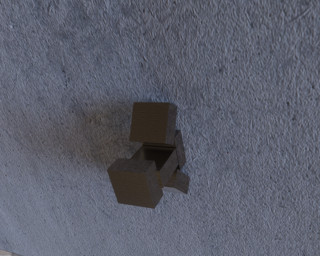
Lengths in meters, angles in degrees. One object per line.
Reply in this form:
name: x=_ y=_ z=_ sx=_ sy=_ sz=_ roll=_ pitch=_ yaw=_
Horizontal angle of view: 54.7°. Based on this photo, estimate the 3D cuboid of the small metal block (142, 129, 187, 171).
small metal block: x=0.005 y=0.029 z=0.423 sx=0.050 sy=0.025 sz=0.050 roll=2 pitch=120 yaw=26

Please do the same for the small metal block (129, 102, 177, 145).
small metal block: x=-0.008 y=-0.006 z=0.392 sx=0.050 sy=0.025 sz=0.050 roll=3 pitch=84 yaw=27

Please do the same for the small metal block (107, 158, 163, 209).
small metal block: x=-0.029 y=0.064 z=0.365 sx=0.050 sy=0.025 sz=0.050 roll=1 pitch=119 yaw=27

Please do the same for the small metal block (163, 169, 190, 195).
small metal block: x=0.008 y=0.073 z=0.431 sx=0.050 sy=0.025 sz=0.050 roll=2 pitch=160 yaw=27

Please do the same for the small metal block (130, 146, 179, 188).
small metal block: x=-0.011 y=0.048 z=0.393 sx=0.050 sy=0.050 sz=0.025 roll=3 pitch=120 yaw=26
